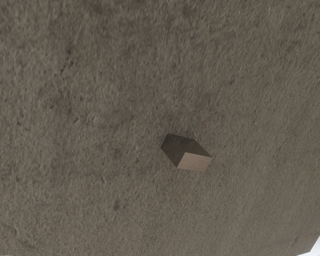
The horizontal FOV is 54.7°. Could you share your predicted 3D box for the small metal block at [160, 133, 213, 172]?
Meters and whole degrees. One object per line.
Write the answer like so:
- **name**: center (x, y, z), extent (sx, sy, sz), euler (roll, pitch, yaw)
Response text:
- **small metal block**: center (0.037, 0.035, 0.434), extent (0.050, 0.050, 0.025), euler (14, 111, -34)
